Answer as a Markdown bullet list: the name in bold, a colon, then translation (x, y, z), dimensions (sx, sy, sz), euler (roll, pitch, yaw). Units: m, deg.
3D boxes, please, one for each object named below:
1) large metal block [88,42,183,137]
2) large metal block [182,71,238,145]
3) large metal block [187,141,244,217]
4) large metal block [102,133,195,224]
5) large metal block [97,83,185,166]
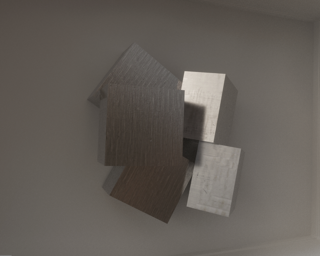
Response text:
- **large metal block**: translation (-0.030, -0.045, 0.386), dimensions (0.080, 0.050, 0.080), euler (38, 78, -17)
- **large metal block**: translation (0.061, -0.021, 0.397), dimensions (0.080, 0.050, 0.080), euler (19, 81, -65)
- **large metal block**: translation (0.076, 0.064, 0.402), dimensions (0.050, 0.080, 0.080), euler (10, 86, 19)
- **large metal block**: translation (-0.014, 0.060, 0.389), dimensions (0.080, 0.050, 0.080), euler (31, 80, -18)
- **large metal block**: translation (-0.022, -0.001, 0.334), dimensions (0.081, 0.050, 0.080), euler (3, 88, -19)
